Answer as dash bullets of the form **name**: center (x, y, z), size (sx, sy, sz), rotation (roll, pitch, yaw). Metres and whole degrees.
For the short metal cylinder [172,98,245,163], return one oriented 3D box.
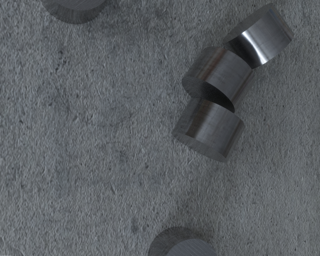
- **short metal cylinder**: center (0.062, 0.004, 0.403), size (0.080, 0.080, 0.050), rotation (32, 80, -17)

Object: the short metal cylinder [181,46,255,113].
- **short metal cylinder**: center (0.076, -0.061, 0.407), size (0.080, 0.080, 0.050), rotation (39, 78, -16)

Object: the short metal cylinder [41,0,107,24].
- **short metal cylinder**: center (-0.099, -0.168, 0.359), size (0.081, 0.050, 0.080), rotation (0, 90, -20)

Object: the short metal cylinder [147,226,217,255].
- **short metal cylinder**: center (0.029, 0.177, 0.407), size (0.081, 0.050, 0.080), rotation (0, 90, -20)

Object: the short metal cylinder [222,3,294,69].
- **short metal cylinder**: center (0.135, -0.125, 0.429), size (0.080, 0.080, 0.050), rotation (-46, 105, -14)
